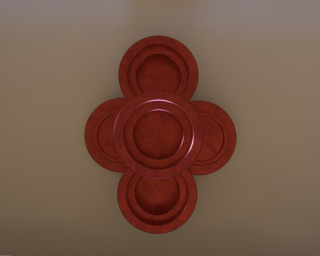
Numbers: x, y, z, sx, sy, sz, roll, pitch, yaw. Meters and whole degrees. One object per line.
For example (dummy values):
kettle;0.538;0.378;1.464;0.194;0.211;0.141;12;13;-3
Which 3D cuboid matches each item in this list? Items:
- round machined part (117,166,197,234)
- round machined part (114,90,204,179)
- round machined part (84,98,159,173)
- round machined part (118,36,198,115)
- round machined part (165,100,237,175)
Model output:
round machined part;-0.003;0.082;0.401;0.099;0.042;0.097;0;90;-1
round machined part;-0.002;0.007;0.359;0.099;0.042;0.097;0;90;-1
round machined part;-0.049;0.009;0.400;0.099;0.042;0.097;0;90;-1
round machined part;-0.002;-0.065;0.401;0.099;0.042;0.097;0;90;-1
round machined part;0.051;0.013;0.401;0.099;0.042;0.097;0;90;-1
